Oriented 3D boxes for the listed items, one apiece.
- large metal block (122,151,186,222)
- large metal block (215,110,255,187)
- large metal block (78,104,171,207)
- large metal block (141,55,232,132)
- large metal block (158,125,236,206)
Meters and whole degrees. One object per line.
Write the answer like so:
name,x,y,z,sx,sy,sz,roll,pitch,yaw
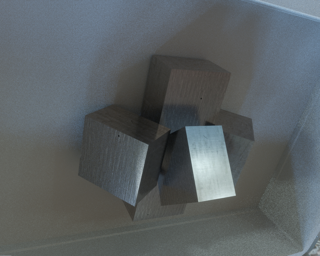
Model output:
large metal block,-0.002,0.079,0.439,0.081,0.050,0.079,1,118,-29
large metal block,0.090,0.028,0.429,0.050,0.080,0.079,18,115,6
large metal block,-0.042,0.029,0.356,0.050,0.080,0.079,-33,142,-56
large metal block,0.029,-0.040,0.379,0.081,0.050,0.079,-2,119,-28
large metal block,0.036,0.046,0.368,0.050,0.080,0.080,-1,75,-29
